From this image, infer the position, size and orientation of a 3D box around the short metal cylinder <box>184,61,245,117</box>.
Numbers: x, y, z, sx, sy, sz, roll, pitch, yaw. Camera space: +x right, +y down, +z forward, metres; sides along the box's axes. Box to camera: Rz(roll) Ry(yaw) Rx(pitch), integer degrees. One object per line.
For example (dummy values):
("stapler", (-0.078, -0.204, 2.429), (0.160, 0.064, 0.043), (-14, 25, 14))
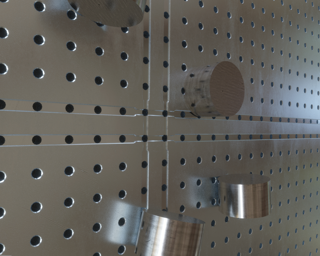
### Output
("short metal cylinder", (0.082, -0.056, 0.464), (0.081, 0.050, 0.079), (0, 90, -40))

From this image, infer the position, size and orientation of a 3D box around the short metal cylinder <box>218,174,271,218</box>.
("short metal cylinder", (0.133, 0.104, 0.488), (0.081, 0.080, 0.050), (-5, 94, -40))

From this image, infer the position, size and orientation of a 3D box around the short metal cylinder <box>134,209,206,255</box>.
("short metal cylinder", (0.012, 0.135, 0.386), (0.080, 0.080, 0.050), (19, 78, -39))

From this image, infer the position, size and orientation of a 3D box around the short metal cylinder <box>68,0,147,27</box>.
("short metal cylinder", (-0.053, -0.150, 0.330), (0.081, 0.080, 0.050), (17, 79, -39))
